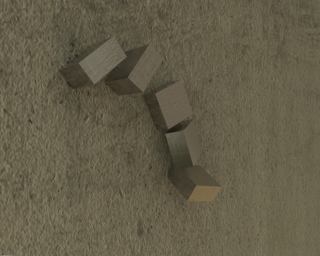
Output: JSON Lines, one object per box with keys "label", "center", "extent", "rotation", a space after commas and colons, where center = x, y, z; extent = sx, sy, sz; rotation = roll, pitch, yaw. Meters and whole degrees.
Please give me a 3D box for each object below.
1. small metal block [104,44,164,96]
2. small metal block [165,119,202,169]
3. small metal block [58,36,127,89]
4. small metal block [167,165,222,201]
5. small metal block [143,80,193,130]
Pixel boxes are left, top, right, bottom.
{"label": "small metal block", "center": [-0.031, -0.067, 0.362], "extent": [0.025, 0.050, 0.050], "rotation": [43, 64, -32]}
{"label": "small metal block", "center": [0.034, 0.021, 0.420], "extent": [0.050, 0.025, 0.050], "rotation": [-43, 119, -62]}
{"label": "small metal block", "center": [-0.072, -0.068, 0.328], "extent": [0.050, 0.050, 0.025], "rotation": [-48, 119, -29]}
{"label": "small metal block", "center": [0.047, 0.074, 0.424], "extent": [0.050, 0.050, 0.025], "rotation": [12, 112, -39]}
{"label": "small metal block", "center": [0.012, -0.031, 0.414], "extent": [0.050, 0.025, 0.050], "rotation": [-33, 110, -35]}
